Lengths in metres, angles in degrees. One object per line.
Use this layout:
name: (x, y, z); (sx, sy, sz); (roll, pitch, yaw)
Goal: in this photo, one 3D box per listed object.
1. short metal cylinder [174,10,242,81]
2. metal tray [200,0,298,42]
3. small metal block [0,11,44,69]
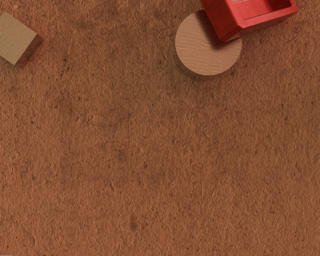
short metal cylinder: (0.059, -0.103, 0.398); (0.081, 0.050, 0.079); (0, 90, 0)
metal tray: (0.104, -0.163, 0.373); (0.131, 0.030, 0.090); (-27, 90, -35)
small metal block: (-0.192, -0.115, 0.408); (0.050, 0.025, 0.050); (35, 90, 0)
